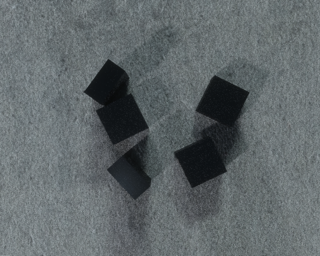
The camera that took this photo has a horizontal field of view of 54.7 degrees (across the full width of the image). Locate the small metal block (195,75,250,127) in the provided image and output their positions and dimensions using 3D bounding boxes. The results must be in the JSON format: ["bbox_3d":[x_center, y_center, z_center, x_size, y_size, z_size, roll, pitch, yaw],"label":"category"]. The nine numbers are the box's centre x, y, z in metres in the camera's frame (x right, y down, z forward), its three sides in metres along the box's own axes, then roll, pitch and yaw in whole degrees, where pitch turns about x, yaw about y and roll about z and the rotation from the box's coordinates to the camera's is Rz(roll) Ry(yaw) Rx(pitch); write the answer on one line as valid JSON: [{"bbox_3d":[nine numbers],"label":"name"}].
[{"bbox_3d":[0.082,-0.035,0.411,0.050,0.025,0.050,26,90,-1],"label":"small metal block"}]

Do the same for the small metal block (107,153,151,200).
[{"bbox_3d":[-0.038,0.060,0.397,0.025,0.050,0.050,-43,91,0],"label":"small metal block"}]

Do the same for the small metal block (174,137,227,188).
[{"bbox_3d":[0.053,0.044,0.411,0.050,0.025,0.050,-26,90,-1],"label":"small metal block"}]

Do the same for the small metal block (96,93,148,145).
[{"bbox_3d":[-0.049,-0.011,0.409,0.050,0.025,0.050,-26,90,-1],"label":"small metal block"}]

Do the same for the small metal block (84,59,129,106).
[{"bbox_3d":[-0.067,-0.056,0.397,0.025,0.050,0.050,36,90,-1],"label":"small metal block"}]
